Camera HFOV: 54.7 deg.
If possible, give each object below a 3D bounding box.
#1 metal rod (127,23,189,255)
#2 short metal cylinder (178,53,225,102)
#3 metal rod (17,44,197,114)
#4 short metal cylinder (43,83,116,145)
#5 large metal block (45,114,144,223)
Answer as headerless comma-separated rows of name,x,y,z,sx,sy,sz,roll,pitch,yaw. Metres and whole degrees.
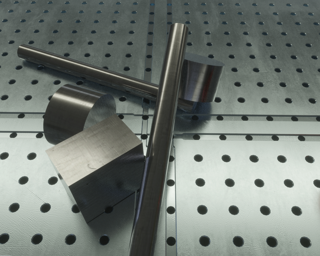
metal rod,0.000,0.013,0.338,0.025,0.025,0.299,7,68,6
short metal cylinder,0.044,-0.073,0.431,0.080,0.050,0.080,12,21,-4
metal rod,-0.089,-0.079,0.473,0.301,0.025,0.025,19,53,15
short metal cylinder,-0.095,-0.010,0.379,0.050,0.080,0.080,17,52,14
large metal block,-0.064,0.044,0.333,0.081,0.080,0.050,-31,55,-22
